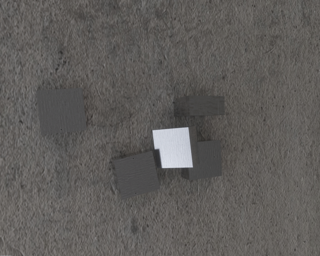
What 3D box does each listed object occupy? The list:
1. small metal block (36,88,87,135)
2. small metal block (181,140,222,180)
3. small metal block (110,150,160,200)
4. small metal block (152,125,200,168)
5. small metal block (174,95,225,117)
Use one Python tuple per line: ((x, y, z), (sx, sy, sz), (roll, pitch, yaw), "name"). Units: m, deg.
((-0.116, -0.020, 0.366), (0.050, 0.025, 0.050), (-7, 92, -20), "small metal block")
((0.057, 0.043, 0.430), (0.050, 0.025, 0.050), (-4, 92, -20), "small metal block")
((-0.032, 0.058, 0.397), (0.050, 0.025, 0.050), (-13, 95, -20), "small metal block")
((0.021, 0.024, 0.401), (0.025, 0.050, 0.050), (-12, 96, -62), "small metal block")
((0.051, -0.029, 0.415), (0.050, 0.050, 0.025), (-2, 91, -20), "small metal block")
